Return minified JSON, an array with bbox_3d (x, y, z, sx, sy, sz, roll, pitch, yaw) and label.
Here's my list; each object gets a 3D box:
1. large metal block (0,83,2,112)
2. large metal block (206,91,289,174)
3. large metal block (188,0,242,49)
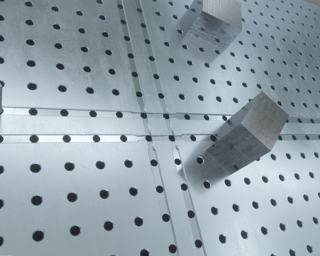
[{"bbox_3d":[-0.216,-0.046,0.304,0.081,0.050,0.080,-28,77,-37],"label":"large metal block"},{"bbox_3d":[0.122,0.007,0.433,0.050,0.080,0.080,43,51,1],"label":"large metal block"},{"bbox_3d":[0.101,-0.204,0.570,0.080,0.050,0.080,20,54,-17],"label":"large metal block"}]
